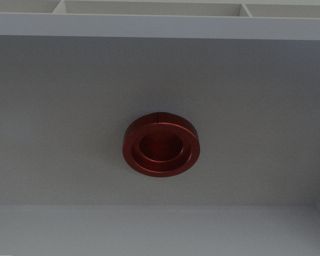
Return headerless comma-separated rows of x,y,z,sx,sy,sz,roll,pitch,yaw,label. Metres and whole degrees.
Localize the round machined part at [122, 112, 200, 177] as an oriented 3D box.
0.002,0.017,0.408,0.099,0.042,0.097,-1,130,0,round machined part
